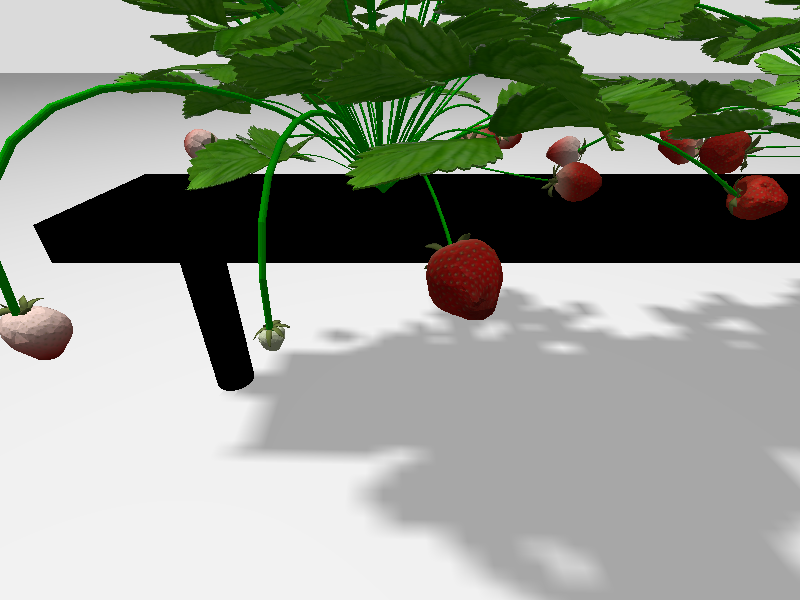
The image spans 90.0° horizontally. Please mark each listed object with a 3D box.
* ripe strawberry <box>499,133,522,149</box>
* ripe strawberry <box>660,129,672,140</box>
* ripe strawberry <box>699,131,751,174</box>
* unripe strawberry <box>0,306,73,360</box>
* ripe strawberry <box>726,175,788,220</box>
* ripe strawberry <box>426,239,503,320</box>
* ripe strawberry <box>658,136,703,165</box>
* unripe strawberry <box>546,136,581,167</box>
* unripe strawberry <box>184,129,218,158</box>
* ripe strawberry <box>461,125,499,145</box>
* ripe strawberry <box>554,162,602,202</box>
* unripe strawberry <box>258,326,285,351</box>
[{"bbox_3d":[0.135,-0.207,0.505,0.039,0.035,0.035,22,20,32],"label":"ripe strawberry"},{"bbox_3d":[0.361,-0.219,0.527,0.033,0.034,0.036,-10,32,-16],"label":"ripe strawberry"},{"bbox_3d":[0.324,-0.149,0.402,0.039,0.041,0.036,18,35,28],"label":"ripe strawberry"},{"bbox_3d":[-0.135,0.013,0.149,0.022,0.022,0.019,15,34,23],"label":"unripe strawberry"},{"bbox_3d":[0.254,-0.072,0.283,0.031,0.031,0.034,11,33,10],"label":"ripe strawberry"},{"bbox_3d":[0.029,-0.007,0.175,0.034,0.036,0.037,-7,41,-11],"label":"ripe strawberry"},{"bbox_3d":[0.310,-0.171,0.444,0.040,0.039,0.037,26,39,36],"label":"ripe strawberry"},{"bbox_3d":[0.175,-0.159,0.429,0.034,0.033,0.031,6,31,21],"label":"unripe strawberry"},{"bbox_3d":[-0.220,-0.169,0.441,0.039,0.038,0.036,16,34,25],"label":"unripe strawberry"},{"bbox_3d":[0.089,-0.172,0.440,0.046,0.039,0.046,25,38,35],"label":"ripe strawberry"},{"bbox_3d":[0.143,-0.095,0.321,0.035,0.030,0.035,5,32,8],"label":"ripe strawberry"},{"bbox_3d":[-0.046,0.014,0.143,0.009,0.010,0.010,4,31,6],"label":"unripe strawberry"}]
